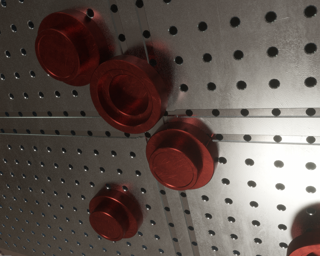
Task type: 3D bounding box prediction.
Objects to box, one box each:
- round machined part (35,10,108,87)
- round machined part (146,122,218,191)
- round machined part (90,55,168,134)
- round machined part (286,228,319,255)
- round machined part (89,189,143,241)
[{"bbox_3d":[-0.120,-0.099,0.401,0.098,0.042,0.097,13,124,20],"label":"round machined part"},{"bbox_3d":[0.025,0.044,0.413,0.098,0.042,0.097,13,124,20],"label":"round machined part"},{"bbox_3d":[-0.035,-0.045,0.390,0.098,0.042,0.097,13,124,20],"label":"round machined part"},{"bbox_3d":[0.213,0.167,0.391,0.098,0.042,0.097,13,124,20],"label":"round machined part"},{"bbox_3d":[-0.083,0.157,0.539,0.098,0.042,0.097,13,124,20],"label":"round machined part"}]
